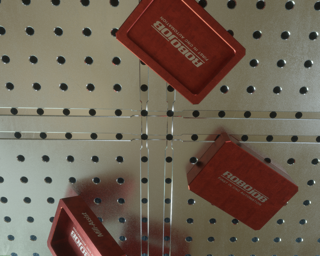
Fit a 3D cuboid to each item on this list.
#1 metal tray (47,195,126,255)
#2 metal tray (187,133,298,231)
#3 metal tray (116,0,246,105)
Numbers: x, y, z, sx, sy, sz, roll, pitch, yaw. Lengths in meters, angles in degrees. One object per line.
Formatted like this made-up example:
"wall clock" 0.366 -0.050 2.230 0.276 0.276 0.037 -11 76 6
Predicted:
"metal tray" -0.106 0.167 0.425 0.030 0.130 0.089 1 118 -46
"metal tray" 0.115 0.078 0.440 0.130 0.030 0.090 33 107 -12
"metal tray" 0.025 -0.102 0.373 0.130 0.030 0.090 39 105 -13
